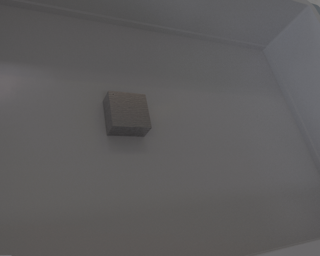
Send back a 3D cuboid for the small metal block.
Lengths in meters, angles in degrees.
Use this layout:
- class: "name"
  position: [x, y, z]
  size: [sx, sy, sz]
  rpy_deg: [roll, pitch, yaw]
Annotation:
- class: "small metal block"
  position: [-0.042, -0.017, 0.393]
  size: [0.050, 0.025, 0.050]
  rpy_deg: [3, 61, -27]
